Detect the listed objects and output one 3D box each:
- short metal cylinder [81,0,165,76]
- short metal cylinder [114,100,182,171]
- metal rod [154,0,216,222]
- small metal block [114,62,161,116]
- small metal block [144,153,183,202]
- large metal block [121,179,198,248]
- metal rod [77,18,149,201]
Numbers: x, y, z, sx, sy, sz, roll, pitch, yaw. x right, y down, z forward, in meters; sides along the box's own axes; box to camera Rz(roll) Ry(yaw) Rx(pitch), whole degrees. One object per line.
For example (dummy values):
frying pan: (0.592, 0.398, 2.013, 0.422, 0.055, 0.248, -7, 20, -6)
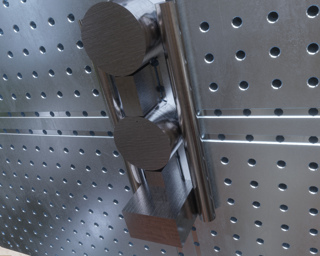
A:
short metal cylinder: (-0.041, -0.105, 0.351, 0.080, 0.050, 0.079, 13, 124, 21)
short metal cylinder: (-0.013, 0.009, 0.407, 0.080, 0.050, 0.079, 13, 124, 21)
metal rod: (0.037, -0.002, 0.389, 0.025, 0.025, 0.298, 1, 119, 28)
small metal block: (-0.025, -0.048, 0.377, 0.025, 0.050, 0.050, 1, 119, 28)
small metal block: (0.006, 0.066, 0.431, 0.025, 0.050, 0.050, 0, 119, 28)
large metal block: (0.005, 0.116, 0.445, 0.080, 0.080, 0.050, 1, 119, 28)
metal rod: (-0.055, -0.003, 0.438, 0.025, 0.025, 0.298, 1, 119, 28)
